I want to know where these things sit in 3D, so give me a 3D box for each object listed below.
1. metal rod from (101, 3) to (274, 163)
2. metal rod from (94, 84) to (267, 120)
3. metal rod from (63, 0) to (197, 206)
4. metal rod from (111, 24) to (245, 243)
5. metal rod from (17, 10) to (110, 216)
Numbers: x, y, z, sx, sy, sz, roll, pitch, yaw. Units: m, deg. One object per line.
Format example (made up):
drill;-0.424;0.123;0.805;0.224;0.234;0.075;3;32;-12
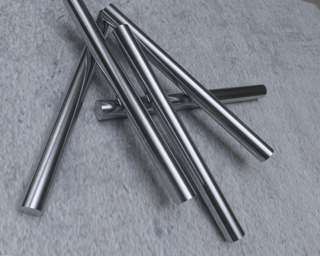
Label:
metal rod;0.037;-0.062;0.430;0.300;0.025;0.025;42;51;1
metal rod;0.051;-0.043;0.459;0.303;0.025;0.025;-10;67;-33
metal rod;-0.044;-0.046;0.375;0.025;0.025;0.299;-20;73;-36
metal rod;0.020;0.002;0.390;0.025;0.025;0.299;-25;83;-37
metal rod;-0.102;-0.043;0.376;0.025;0.025;0.300;21;54;-16
